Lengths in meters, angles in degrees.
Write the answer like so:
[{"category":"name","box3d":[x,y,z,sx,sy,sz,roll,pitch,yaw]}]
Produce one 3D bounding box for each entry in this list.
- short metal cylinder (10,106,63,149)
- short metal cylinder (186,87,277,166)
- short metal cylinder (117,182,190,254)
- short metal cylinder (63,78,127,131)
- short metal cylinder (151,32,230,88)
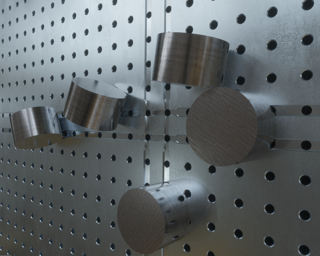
[{"category":"short metal cylinder","box3d":[-0.219,0.001,0.551,0.080,0.081,0.050,-28,73,36]},{"category":"short metal cylinder","box3d":[0.075,-0.001,0.330,0.080,0.050,0.079,0,90,39]},{"category":"short metal cylinder","box3d":[-0.009,0.114,0.399,0.080,0.050,0.079,0,90,39]},{"category":"short metal cylinder","box3d":[-0.093,-0.035,0.448,0.080,0.081,0.050,32,110,35]},{"category":"short metal cylinder","box3d":[0.033,-0.072,0.345,0.080,0.081,0.050,14,99,39]}]
